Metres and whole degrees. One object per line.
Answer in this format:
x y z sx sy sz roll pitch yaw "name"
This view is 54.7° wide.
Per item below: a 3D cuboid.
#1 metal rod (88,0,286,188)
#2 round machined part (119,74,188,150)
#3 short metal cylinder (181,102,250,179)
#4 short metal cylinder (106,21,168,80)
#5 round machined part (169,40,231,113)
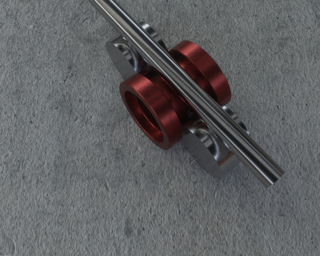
0.018 -0.056 0.346 0.025 0.025 0.300 -38 75 -13 "metal rod"
-0.003 -0.025 0.378 0.042 0.098 0.098 -37 74 -16 "round machined part"
0.065 0.014 0.375 0.050 0.080 0.080 -37 75 -13 "short metal cylinder"
-0.028 -0.094 0.414 0.050 0.080 0.080 -37 75 -13 "short metal cylinder"
0.040 -0.057 0.392 0.042 0.098 0.098 -39 75 -8 "round machined part"
